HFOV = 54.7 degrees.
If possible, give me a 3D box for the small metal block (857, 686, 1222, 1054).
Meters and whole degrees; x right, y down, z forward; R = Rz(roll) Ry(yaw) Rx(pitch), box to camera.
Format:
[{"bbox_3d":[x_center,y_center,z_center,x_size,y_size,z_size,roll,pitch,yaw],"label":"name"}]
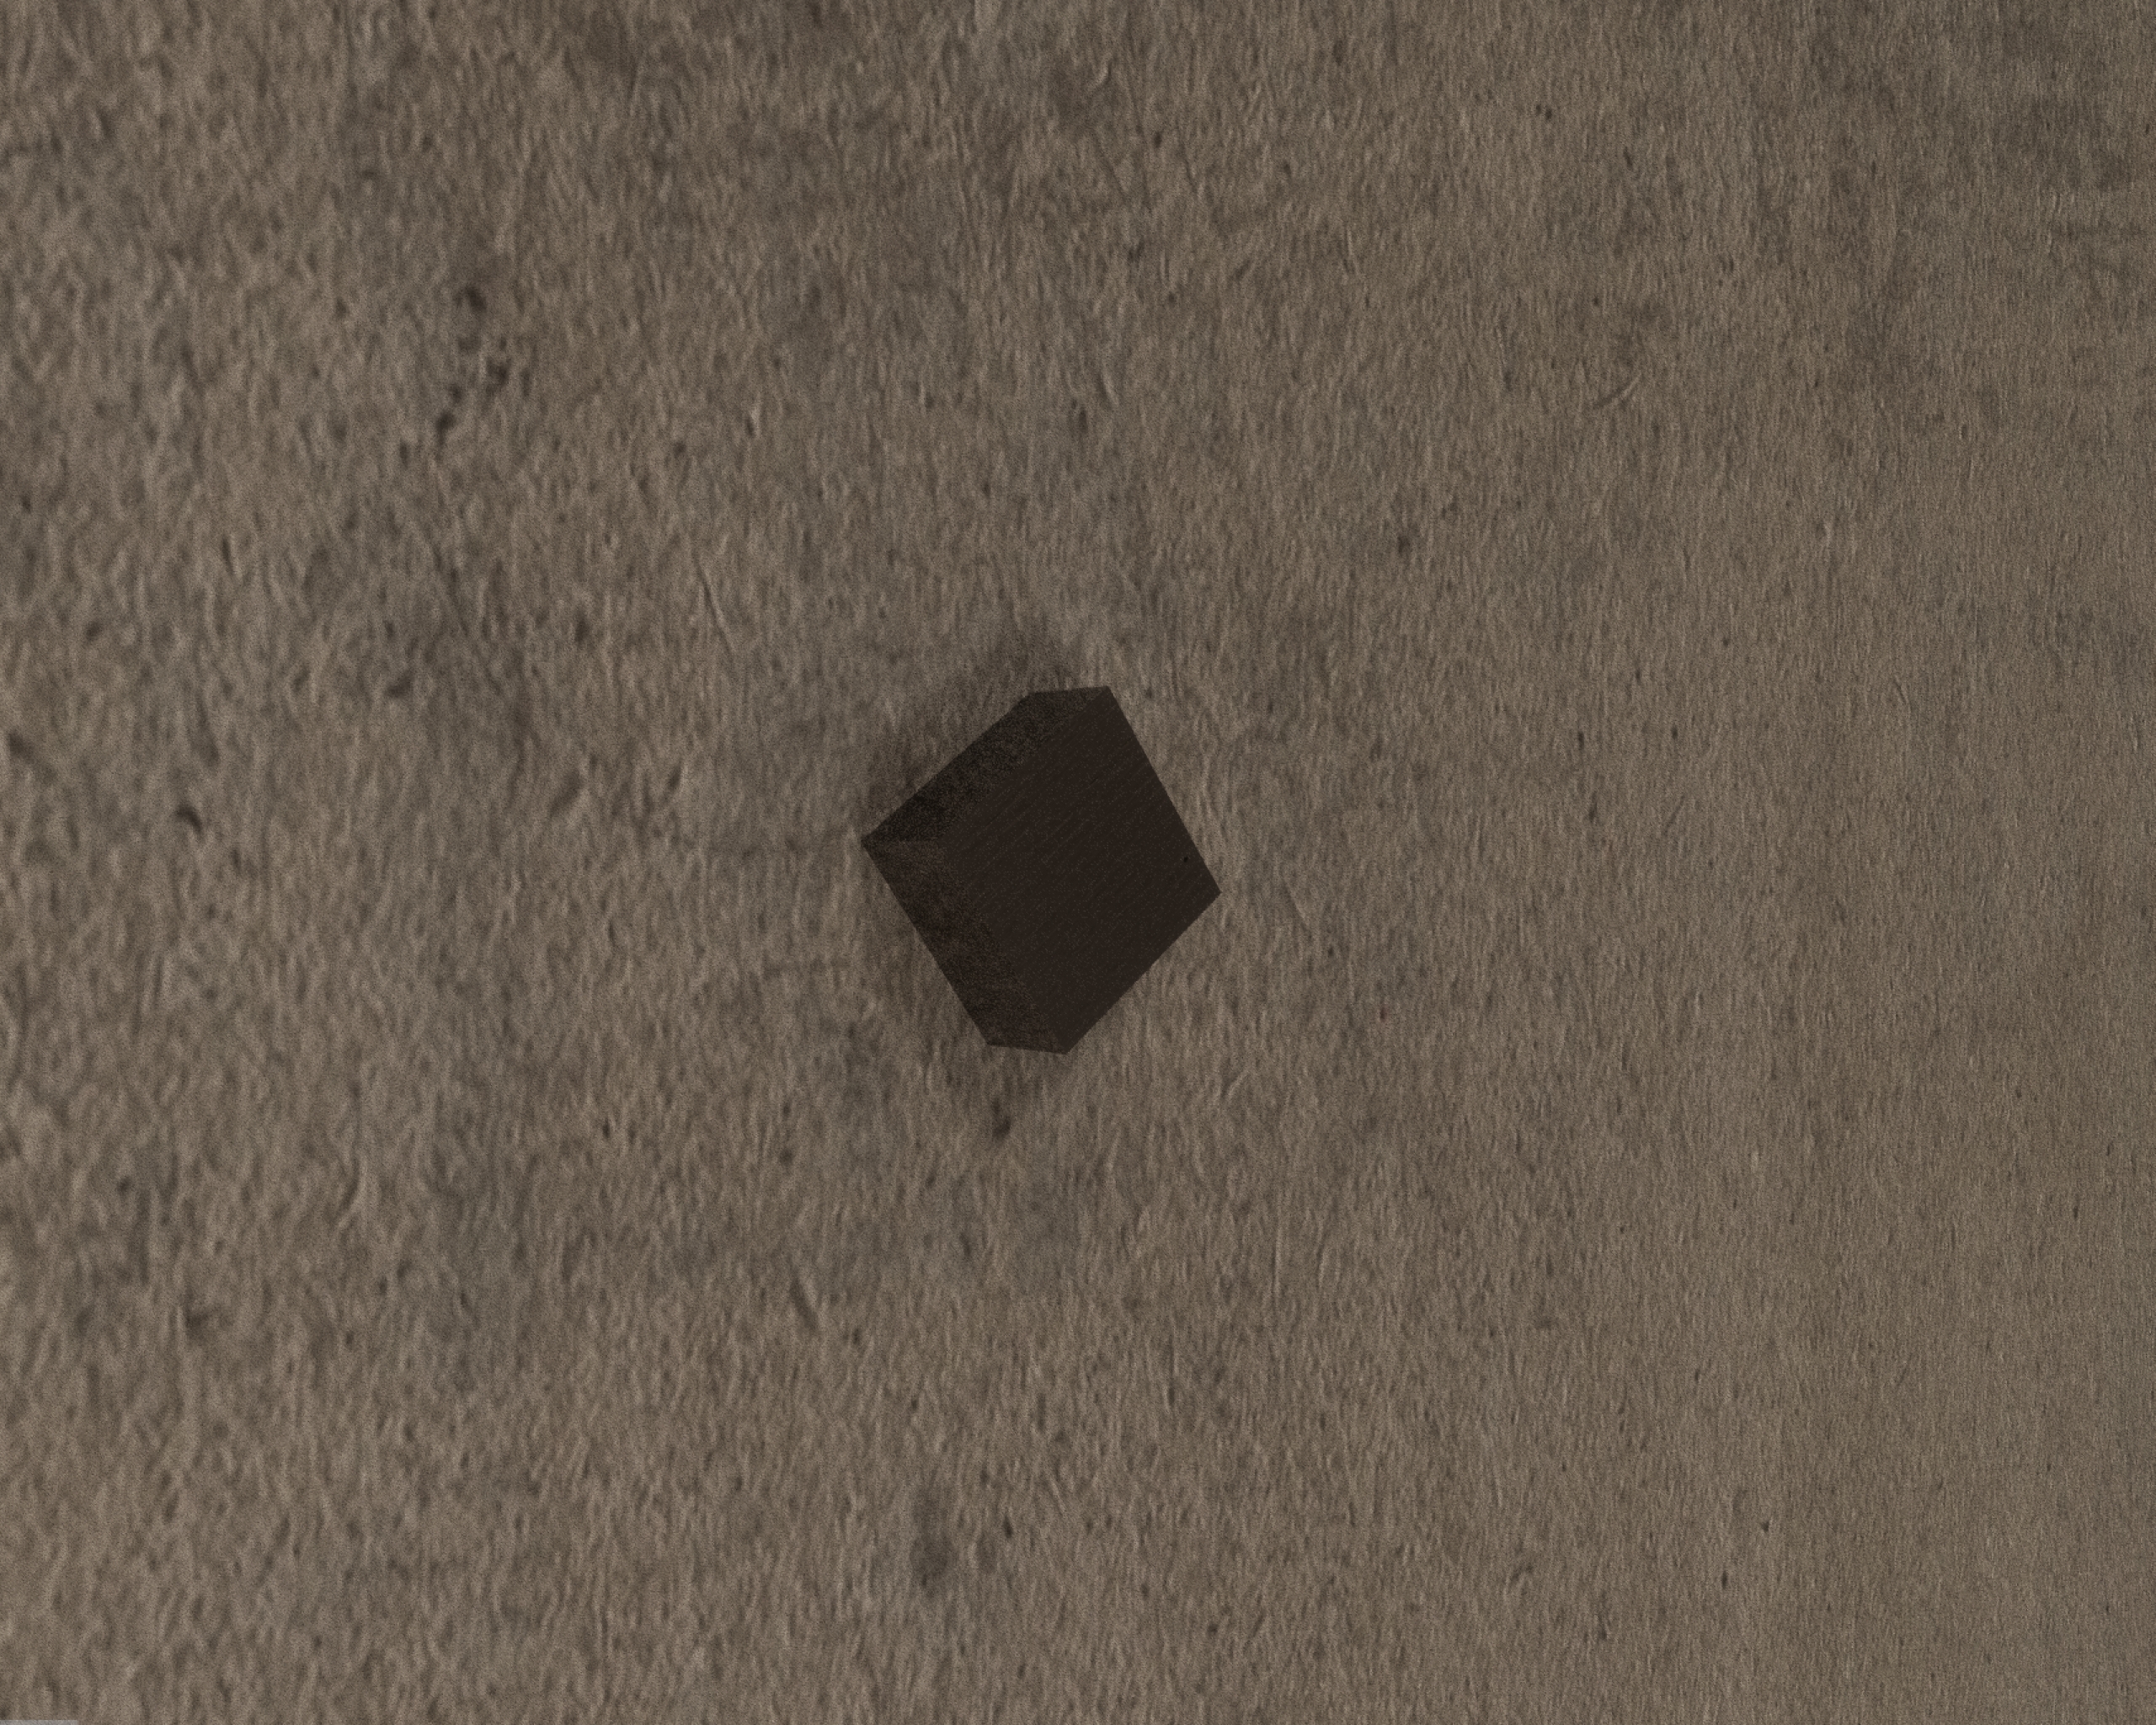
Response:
[{"bbox_3d":[-0.006,0.001,0.403,0.050,0.025,0.050,-44,117,-31],"label":"small metal block"}]
